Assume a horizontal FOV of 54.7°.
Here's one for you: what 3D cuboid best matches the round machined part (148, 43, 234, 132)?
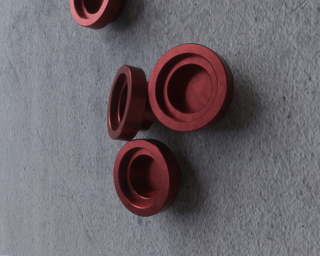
[{"bbox_3d":[0.038,-0.044,0.357,0.098,0.042,0.097,-1,89,32],"label":"round machined part"}]

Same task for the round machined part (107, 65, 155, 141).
[{"bbox_3d":[-0.035,-0.031,0.407,0.098,0.042,0.097,-171,90,-66],"label":"round machined part"}]

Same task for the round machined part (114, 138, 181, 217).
[{"bbox_3d":[-0.012,0.062,0.404,0.098,0.042,0.097,0,90,40],"label":"round machined part"}]

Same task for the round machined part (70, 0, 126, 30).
[{"bbox_3d":[-0.090,-0.198,0.468,0.098,0.042,0.097,0,90,40],"label":"round machined part"}]
